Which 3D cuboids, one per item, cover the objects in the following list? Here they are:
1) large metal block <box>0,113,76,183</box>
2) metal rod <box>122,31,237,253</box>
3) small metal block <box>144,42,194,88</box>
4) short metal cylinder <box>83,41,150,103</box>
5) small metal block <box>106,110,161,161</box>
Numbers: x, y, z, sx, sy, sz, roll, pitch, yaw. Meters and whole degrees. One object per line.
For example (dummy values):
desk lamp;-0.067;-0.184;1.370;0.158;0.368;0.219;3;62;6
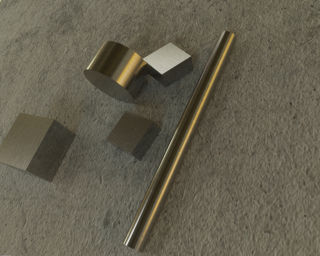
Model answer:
large metal block;-0.188;0.028;0.467;0.080;0.050;0.080;10;66;32
metal rod;0.032;0.002;0.384;0.025;0.025;0.300;14;68;33
small metal block;0.012;-0.091;0.445;0.050;0.025;0.050;-34;50;-14
short metal cylinder;-0.062;-0.080;0.448;0.080;0.080;0.050;18;72;35
small metal block;-0.036;0.009;0.415;0.050;0.025;0.050;25;75;36
